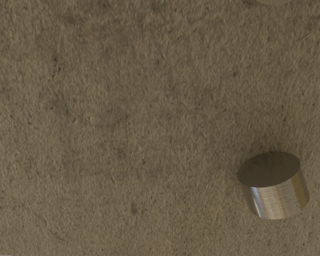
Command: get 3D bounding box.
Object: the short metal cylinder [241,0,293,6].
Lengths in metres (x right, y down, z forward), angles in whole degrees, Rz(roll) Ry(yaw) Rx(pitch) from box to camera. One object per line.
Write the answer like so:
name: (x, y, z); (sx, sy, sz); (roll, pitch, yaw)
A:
short metal cylinder: (0.119, -0.174, 0.334); (0.081, 0.050, 0.079); (0, 110, -1)

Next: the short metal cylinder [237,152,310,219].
short metal cylinder: (0.149, 0.074, 0.410); (0.080, 0.080, 0.050); (-21, 109, 7)
